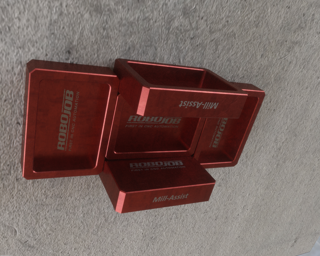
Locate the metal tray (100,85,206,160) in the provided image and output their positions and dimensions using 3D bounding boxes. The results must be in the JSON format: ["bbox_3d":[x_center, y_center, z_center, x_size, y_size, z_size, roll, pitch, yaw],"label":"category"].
[{"bbox_3d":[-0.006,-0.007,0.399,0.131,0.030,0.089,1,118,-29],"label":"metal tray"}]

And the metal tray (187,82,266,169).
[{"bbox_3d":[0.091,-0.002,0.456,0.091,0.030,0.129,0,118,-29],"label":"metal tray"}]

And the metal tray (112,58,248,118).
[{"bbox_3d":[0.021,-0.045,0.352,0.131,0.090,0.030,0,119,-29],"label":"metal tray"}]

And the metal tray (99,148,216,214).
[{"bbox_3d":[-0.006,0.061,0.400,0.131,0.090,0.030,0,118,-29],"label":"metal tray"}]

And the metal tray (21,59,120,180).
[{"bbox_3d":[-0.102,-0.006,0.346,0.091,0.030,0.129,0,118,-29],"label":"metal tray"}]
